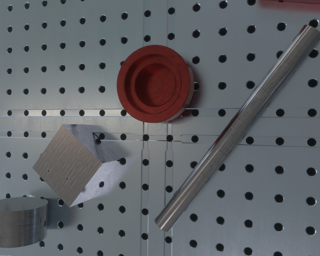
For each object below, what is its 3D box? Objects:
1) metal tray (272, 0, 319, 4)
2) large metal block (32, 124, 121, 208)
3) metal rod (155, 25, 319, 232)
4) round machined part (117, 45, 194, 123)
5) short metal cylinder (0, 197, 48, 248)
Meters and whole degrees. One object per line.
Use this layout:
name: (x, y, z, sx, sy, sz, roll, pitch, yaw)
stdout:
metal tray: (0.168, -0.213, 0.351, 0.090, 0.030, 0.129, 13, 94, 19)
large metal block: (-0.118, 0.051, 0.441, 0.080, 0.050, 0.080, 41, 103, 15)
metal rod: (0.088, 0.009, 0.381, 0.025, 0.025, 0.299, 39, 102, 16)
round machined part: (-0.003, -0.055, 0.405, 0.098, 0.042, 0.097, 0, 90, 20)
short metal cylinder: (-0.209, 0.136, 0.457, 0.080, 0.080, 0.050, 2, 91, 20)
